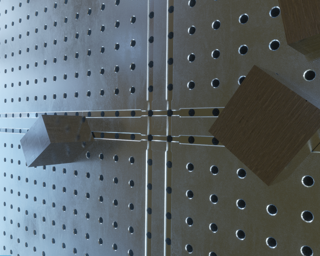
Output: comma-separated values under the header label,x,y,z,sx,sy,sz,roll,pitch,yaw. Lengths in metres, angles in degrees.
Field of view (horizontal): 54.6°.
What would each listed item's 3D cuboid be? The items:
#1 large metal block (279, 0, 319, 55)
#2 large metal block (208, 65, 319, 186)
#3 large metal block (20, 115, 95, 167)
label,x,y,z,sx,sy,sz,roll,pitch,yaw
large metal block,0.151,-0.119,0.268,0.080,0.050,0.080,-14,81,39
large metal block,0.109,-0.003,0.303,0.080,0.050,0.080,46,117,30
large metal block,-0.171,0.021,0.517,0.080,0.081,0.050,-38,67,33
